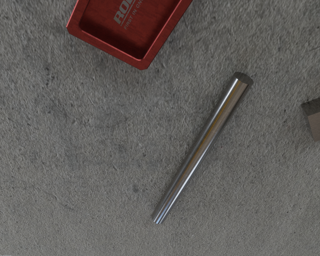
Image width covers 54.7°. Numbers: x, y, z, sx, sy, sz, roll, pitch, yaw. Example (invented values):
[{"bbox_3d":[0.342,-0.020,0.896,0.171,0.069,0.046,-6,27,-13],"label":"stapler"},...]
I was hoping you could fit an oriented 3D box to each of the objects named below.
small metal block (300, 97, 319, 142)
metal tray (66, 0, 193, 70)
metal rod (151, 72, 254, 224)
[{"bbox_3d":[0.216,-0.015,0.398,0.050,0.025,0.050,-22,127,17],"label":"small metal block"},{"bbox_3d":[-0.021,-0.128,0.293,0.090,0.030,0.129,25,126,-20],"label":"metal tray"},{"bbox_3d":[0.047,0.049,0.449,0.025,0.025,0.298,15,129,-13],"label":"metal rod"}]
